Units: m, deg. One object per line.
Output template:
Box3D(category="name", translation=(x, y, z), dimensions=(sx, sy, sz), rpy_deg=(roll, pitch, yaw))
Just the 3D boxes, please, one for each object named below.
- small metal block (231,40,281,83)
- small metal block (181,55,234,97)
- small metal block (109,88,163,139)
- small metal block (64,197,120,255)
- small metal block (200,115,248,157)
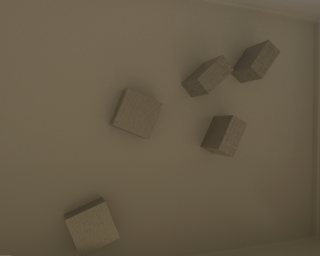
Box3D(category="small metal block", translation=(0.137, -0.095, 0.449), dimensions=(0.025, 0.050, 0.050), rpy_deg=(39, 77, -16))
Box3D(category="small metal block", translation=(0.064, -0.069, 0.422), dimensions=(0.050, 0.050, 0.025), rpy_deg=(-44, 104, -15))
Box3D(category="small metal block", translation=(-0.031, -0.018, 0.400), dimensions=(0.050, 0.025, 0.050), rpy_deg=(23, 82, -19))
Box3D(category="small metal block", translation=(-0.084, 0.121, 0.380), dimensions=(0.050, 0.025, 0.050), rpy_deg=(-22, 98, -19))
Box3D(category="small metal block", translation=(0.088, 0.011, 0.431), dimensions=(0.025, 0.050, 0.050), rpy_deg=(28, 81, -18))
